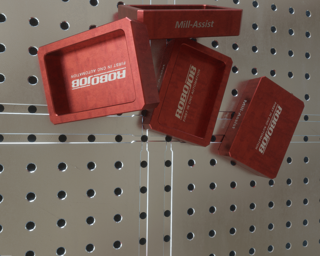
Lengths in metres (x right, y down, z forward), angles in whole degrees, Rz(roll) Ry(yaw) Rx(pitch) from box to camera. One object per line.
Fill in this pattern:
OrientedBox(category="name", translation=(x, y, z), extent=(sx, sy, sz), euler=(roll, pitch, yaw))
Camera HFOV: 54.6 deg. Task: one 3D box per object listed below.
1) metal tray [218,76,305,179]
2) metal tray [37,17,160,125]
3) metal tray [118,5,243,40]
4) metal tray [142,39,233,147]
OrientedBox(category="metal tray", translation=(0.154, 0.000, 0.466), extent=(0.090, 0.030, 0.130), euler=(28, 81, -18))
OrientedBox(category="metal tray", translation=(-0.070, -0.056, 0.337), extent=(0.030, 0.130, 0.090), euler=(-17, 98, -61))
OrientedBox(category="metal tray", translation=(0.022, -0.134, 0.383), extent=(0.131, 0.090, 0.030), euler=(-8, 117, -20))
OrientedBox(category="metal tray", translation=(0.039, -0.048, 0.423), extent=(0.091, 0.030, 0.130), euler=(19, 84, -19))
